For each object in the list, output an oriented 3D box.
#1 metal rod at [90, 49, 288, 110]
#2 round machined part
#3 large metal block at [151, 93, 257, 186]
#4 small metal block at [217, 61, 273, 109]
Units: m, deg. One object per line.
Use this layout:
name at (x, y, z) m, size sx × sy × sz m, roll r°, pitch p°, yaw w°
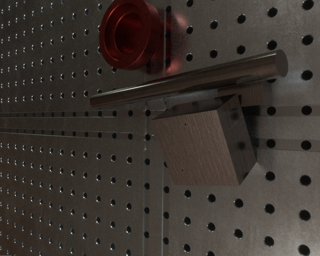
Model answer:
metal rod at (0.004, -0.049, 0.382) m, size 0.300 × 0.025 × 0.025 m, roll -4°, pitch 87°, yaw 46°
round machined part at (-0.036, -0.127, 0.426) m, size 0.098 × 0.042 × 0.097 m, roll 0°, pitch 90°, yaw 39°
large metal block at (0.048, 0.014, 0.335) m, size 0.080 × 0.050 × 0.080 m, roll -8°, pitch 108°, yaw 39°
small metal block at (0.090, -0.047, 0.334) m, size 0.050 × 0.025 × 0.050 m, roll -4°, pitch 87°, yaw 39°
